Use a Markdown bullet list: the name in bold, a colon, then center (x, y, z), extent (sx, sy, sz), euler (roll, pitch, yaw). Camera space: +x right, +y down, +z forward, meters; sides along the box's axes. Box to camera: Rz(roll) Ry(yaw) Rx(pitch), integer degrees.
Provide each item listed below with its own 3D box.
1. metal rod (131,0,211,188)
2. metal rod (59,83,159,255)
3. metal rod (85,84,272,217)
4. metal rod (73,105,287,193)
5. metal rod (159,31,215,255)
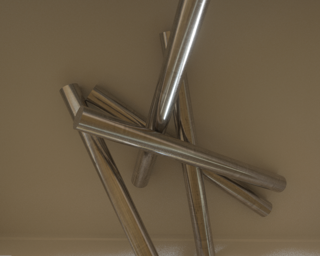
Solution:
- **metal rod**: center (0.004, -0.027, 0.337), extent (0.025, 0.025, 0.298), euler (13, 134, -5)
- **metal rod**: center (-0.050, 0.083, 0.378), extent (0.025, 0.025, 0.299), euler (-27, 84, 9)
- **metal rod**: center (0.034, 0.037, 0.425), extent (0.301, 0.025, 0.025), euler (34, 107, -12)
- **metal rod**: center (0.045, 0.035, 0.372), extent (0.302, 0.025, 0.025), euler (20, 110, -28)
- **metal rod**: center (0.037, 0.030, 0.397), extent (0.025, 0.025, 0.298), euler (-10, 101, 3)
